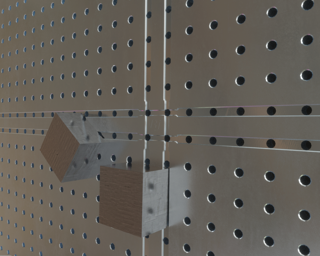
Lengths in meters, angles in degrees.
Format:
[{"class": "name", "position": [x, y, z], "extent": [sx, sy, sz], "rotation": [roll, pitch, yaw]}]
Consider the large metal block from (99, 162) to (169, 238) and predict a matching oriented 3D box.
[{"class": "large metal block", "position": [-0.036, 0.093, 0.421], "extent": [0.080, 0.050, 0.079], "rotation": [2, 92, 39]}]

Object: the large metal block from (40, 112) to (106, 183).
[{"class": "large metal block", "position": [-0.145, 0.030, 0.510], "extent": [0.080, 0.050, 0.080], "rotation": [45, 117, 30]}]
